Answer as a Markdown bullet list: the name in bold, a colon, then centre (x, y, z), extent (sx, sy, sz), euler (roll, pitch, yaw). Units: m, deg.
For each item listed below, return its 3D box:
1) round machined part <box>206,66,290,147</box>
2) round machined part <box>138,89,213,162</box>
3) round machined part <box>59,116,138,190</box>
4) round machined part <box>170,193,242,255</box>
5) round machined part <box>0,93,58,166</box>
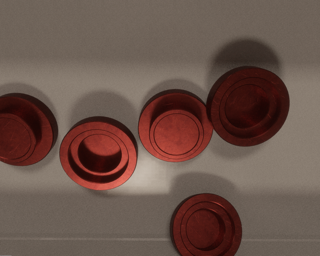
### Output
- **round machined part**: centre (0.106, -0.029, 0.390), extent (0.099, 0.042, 0.097), euler (-2, 108, -6)
- **round machined part**: centre (0.020, 0.002, 0.403), extent (0.099, 0.042, 0.097), euler (0, 110, -1)
- **round machined part**: centre (-0.078, 0.030, 0.412), extent (0.099, 0.042, 0.097), euler (0, 110, -1)
- **round machined part**: centre (0.062, 0.143, 0.440), extent (0.099, 0.042, 0.098), euler (2, 76, -9)
- **round machined part**: centre (-0.188, 0.007, 0.402), extent (0.099, 0.042, 0.097), euler (0, 110, -1)
